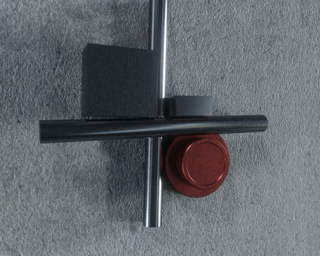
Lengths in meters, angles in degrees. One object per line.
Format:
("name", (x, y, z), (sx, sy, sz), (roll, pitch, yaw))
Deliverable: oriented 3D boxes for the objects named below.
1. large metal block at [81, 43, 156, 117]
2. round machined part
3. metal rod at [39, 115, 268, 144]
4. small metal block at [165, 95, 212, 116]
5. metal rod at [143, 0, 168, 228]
("large metal block", (-0.051, -0.053, 0.378), (0.081, 0.050, 0.079), (1, 90, -21))
("round machined part", (0.054, 0.047, 0.421), (0.099, 0.042, 0.097), (0, 90, -21))
("metal rod", (0.011, -0.001, 0.389), (0.303, 0.025, 0.025), (-2, 91, -24))
("small metal block", (0.035, -0.028, 0.411), (0.050, 0.050, 0.025), (-2, 91, -20))
("metal rod", (-0.006, -0.022, 0.409), (0.025, 0.025, 0.298), (2, 89, -20))
